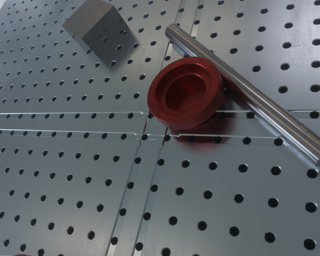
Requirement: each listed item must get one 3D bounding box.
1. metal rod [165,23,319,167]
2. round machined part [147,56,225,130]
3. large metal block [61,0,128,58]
[{"bbox_3d":[0.091,-0.063,0.398,0.025,0.025,0.300,-39,51,2],"label":"metal rod"},{"bbox_3d":[0.036,-0.041,0.401,0.098,0.042,0.098,-14,56,23],"label":"round machined part"},{"bbox_3d":[-0.120,-0.188,0.571,0.080,0.050,0.080,-48,51,-6],"label":"large metal block"}]
